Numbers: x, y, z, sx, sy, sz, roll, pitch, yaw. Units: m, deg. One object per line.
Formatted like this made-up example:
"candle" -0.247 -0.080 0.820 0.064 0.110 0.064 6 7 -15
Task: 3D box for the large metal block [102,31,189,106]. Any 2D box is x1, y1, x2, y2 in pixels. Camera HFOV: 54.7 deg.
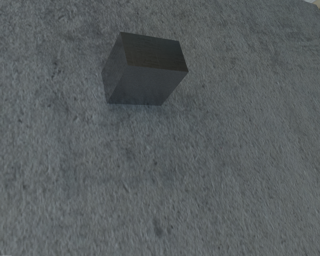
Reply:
"large metal block" -0.022 -0.072 0.402 0.081 0.080 0.050 0 62 -28
